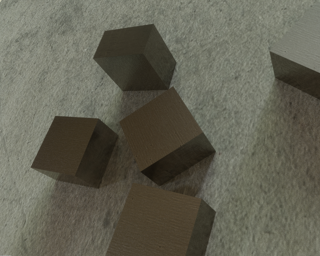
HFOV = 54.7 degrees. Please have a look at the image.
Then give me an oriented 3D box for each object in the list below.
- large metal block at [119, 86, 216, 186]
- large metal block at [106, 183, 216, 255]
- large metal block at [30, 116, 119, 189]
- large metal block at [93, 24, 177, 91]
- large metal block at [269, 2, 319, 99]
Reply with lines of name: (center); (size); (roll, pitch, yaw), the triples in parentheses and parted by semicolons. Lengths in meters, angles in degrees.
large metal block: (0.008, 0.010, 0.377); (0.080, 0.050, 0.080); (-33, 52, 6)
large metal block: (0.003, 0.109, 0.318); (0.080, 0.050, 0.080); (7, 65, 31)
large metal block: (-0.116, 0.032, 0.427); (0.080, 0.050, 0.080); (4, 64, 29)
large metal block: (-0.033, -0.097, 0.444); (0.080, 0.080, 0.050); (2, 63, 29)
large metal block: (0.184, -0.082, 0.342); (0.080, 0.050, 0.080); (-46, 51, -4)
